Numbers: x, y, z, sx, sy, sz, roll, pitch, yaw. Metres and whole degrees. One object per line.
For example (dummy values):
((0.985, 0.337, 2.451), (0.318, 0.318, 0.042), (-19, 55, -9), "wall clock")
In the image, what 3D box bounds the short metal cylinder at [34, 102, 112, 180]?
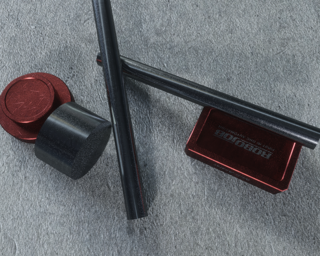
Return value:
((-0.102, 0.015, 0.373), (0.050, 0.080, 0.080), (29, 73, 10), "short metal cylinder")

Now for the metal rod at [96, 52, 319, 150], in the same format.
((0.046, -0.044, 0.395), (0.301, 0.025, 0.025), (24, 71, 20), "metal rod")

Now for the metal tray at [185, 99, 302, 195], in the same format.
((0.109, 0.017, 0.399), (0.130, 0.030, 0.090), (24, 72, 8), "metal tray")

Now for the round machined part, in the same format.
((-0.167, -0.032, 0.409), (0.099, 0.042, 0.098), (0, 70, 0), "round machined part")

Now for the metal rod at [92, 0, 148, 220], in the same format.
((-0.054, -0.037, 0.399), (0.025, 0.025, 0.299), (-10, 79, -4), "metal rod")
